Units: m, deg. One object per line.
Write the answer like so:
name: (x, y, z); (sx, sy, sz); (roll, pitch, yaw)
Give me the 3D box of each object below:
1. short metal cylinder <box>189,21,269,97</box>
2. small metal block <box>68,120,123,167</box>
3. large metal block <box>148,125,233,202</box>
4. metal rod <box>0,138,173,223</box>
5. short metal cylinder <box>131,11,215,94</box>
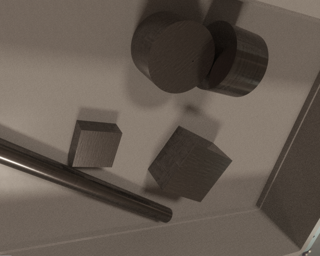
short metal cylinder: (0.080, -0.080, 0.369); (0.050, 0.080, 0.079); (8, 114, -32)
small metal block: (-0.080, 0.020, 0.379); (0.050, 0.025, 0.050); (6, 116, -31)
large metal block: (0.044, 0.054, 0.452); (0.080, 0.050, 0.080); (26, 104, -38)
metal rod: (-0.088, 0.078, 0.410); (0.301, 0.025, 0.025); (33, 100, -39)
short metal cylinder: (0.014, -0.085, 0.349); (0.081, 0.050, 0.079); (-14, 125, -21)
